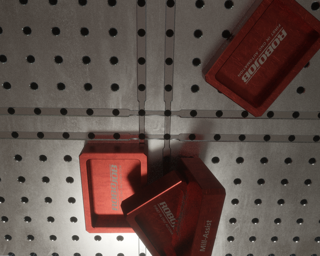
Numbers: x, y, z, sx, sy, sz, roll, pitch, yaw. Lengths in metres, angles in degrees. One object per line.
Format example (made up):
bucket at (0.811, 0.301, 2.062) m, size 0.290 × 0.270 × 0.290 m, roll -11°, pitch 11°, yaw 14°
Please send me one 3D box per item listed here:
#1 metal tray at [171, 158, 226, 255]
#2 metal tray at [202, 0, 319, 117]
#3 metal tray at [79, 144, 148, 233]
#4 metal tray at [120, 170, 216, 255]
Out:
metal tray at (0.044, 0.116, 0.419) m, size 0.030 × 0.090 × 0.129 m, roll 2°, pitch 111°, yaw -17°
metal tray at (0.126, -0.089, 0.379) m, size 0.090 × 0.030 × 0.129 m, roll 33°, pitch 106°, yaw -12°
metal tray at (-0.062, 0.088, 0.442) m, size 0.091 × 0.030 × 0.129 m, roll 0°, pitch 110°, yaw -1°
metal tray at (0.015, 0.133, 0.435) m, size 0.090 × 0.030 × 0.130 m, roll -31°, pitch 119°, yaw -6°
